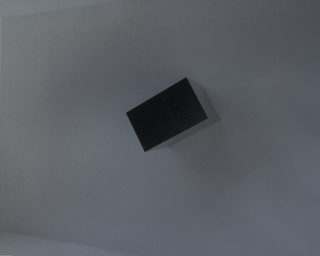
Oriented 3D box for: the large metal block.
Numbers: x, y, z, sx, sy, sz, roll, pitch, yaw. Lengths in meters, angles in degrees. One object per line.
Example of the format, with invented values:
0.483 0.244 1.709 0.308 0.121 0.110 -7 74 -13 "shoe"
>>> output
0.019 -0.014 0.375 0.080 0.080 0.050 -29 81 18 "large metal block"
